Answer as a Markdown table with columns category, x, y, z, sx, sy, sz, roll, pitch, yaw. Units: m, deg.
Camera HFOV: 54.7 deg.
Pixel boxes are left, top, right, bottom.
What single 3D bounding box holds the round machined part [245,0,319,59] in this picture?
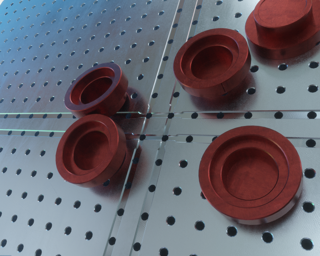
| category | x | y | z | sx | sy | sz | roll | pitch | yaw |
| --- | --- | --- | --- | --- | --- | --- | --- | --- | --- |
| round machined part | 0.159 | -0.141 | 0.400 | 0.098 | 0.042 | 0.098 | -13 | 56 | 20 |

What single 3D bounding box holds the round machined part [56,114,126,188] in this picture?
| category | x | y | z | sx | sy | sz | roll | pitch | yaw |
| --- | --- | --- | --- | --- | --- | --- | --- | --- | --- |
| round machined part | -0.088 | 0.033 | 0.419 | 0.098 | 0.042 | 0.098 | -11 | 61 | 21 |

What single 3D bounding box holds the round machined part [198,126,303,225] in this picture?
| category | x | y | z | sx | sy | sz | roll | pitch | yaw |
| --- | --- | --- | --- | --- | --- | --- | --- | --- | --- |
| round machined part | 0.093 | 0.050 | 0.318 | 0.098 | 0.042 | 0.098 | -13 | 56 | 20 |

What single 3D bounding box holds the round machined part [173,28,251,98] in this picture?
| category | x | y | z | sx | sy | sz | roll | pitch | yaw |
| --- | --- | --- | --- | --- | --- | --- | --- | --- | --- |
| round machined part | 0.071 | -0.080 | 0.409 | 0.098 | 0.042 | 0.098 | -13 | 56 | 20 |

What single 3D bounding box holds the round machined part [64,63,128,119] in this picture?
| category | x | y | z | sx | sy | sz | roll | pitch | yaw |
| --- | --- | --- | --- | --- | --- | --- | --- | --- | --- |
| round machined part | -0.090 | -0.050 | 0.467 | 0.098 | 0.042 | 0.098 | -17 | 46 | 18 |
